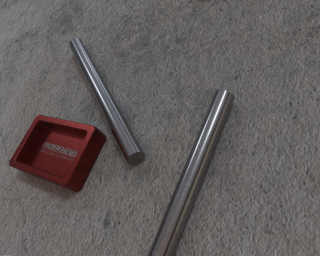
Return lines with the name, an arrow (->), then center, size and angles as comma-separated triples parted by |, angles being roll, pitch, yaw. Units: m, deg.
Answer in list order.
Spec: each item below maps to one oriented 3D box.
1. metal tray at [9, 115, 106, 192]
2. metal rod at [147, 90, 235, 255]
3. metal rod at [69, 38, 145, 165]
metal tray -> -0.153, 0.033, 0.457 | 0.130, 0.030, 0.090 | 10, 67, 32
metal rod -> 0.021, 0.088, 0.337 | 0.025, 0.025, 0.300 | 12, 68, 33
metal rod -> -0.094, -0.059, 0.487 | 0.025, 0.025, 0.300 | -36, 51, 4
